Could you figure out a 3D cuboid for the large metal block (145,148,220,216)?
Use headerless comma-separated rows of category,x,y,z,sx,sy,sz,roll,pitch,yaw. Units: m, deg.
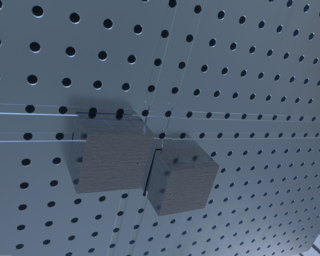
large metal block,0.031,0.078,0.463,0.081,0.050,0.079,-1,119,-28

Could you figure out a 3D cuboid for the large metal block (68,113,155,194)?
large metal block,-0.062,0.030,0.381,0.081,0.050,0.079,1,118,-30
